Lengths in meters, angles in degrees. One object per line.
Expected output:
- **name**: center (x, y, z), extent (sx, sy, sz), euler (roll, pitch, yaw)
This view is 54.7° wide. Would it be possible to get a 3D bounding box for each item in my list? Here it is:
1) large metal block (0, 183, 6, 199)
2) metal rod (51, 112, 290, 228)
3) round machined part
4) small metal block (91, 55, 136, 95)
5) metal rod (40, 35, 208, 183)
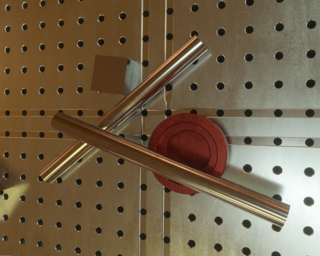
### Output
- **large metal block**: center (-0.317, 0.111, 0.508), extent (0.080, 0.050, 0.080), euler (37, 101, 16)
- **metal rod**: center (-0.003, 0.041, 0.368), extent (0.301, 0.025, 0.025), euler (21, 97, 18)
- **round machined part**: center (0.038, 0.030, 0.390), extent (0.098, 0.042, 0.097), euler (0, 90, 19)
- **small metal block**: center (-0.066, -0.073, 0.435), extent (0.050, 0.025, 0.050), euler (10, 93, 19)
- **metal rod**: center (-0.059, -0.018, 0.432), extent (0.300, 0.025, 0.025), euler (-39, 78, 15)
